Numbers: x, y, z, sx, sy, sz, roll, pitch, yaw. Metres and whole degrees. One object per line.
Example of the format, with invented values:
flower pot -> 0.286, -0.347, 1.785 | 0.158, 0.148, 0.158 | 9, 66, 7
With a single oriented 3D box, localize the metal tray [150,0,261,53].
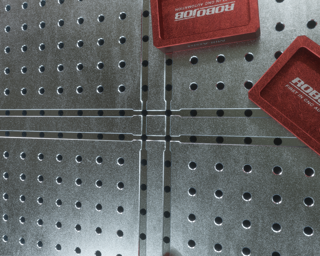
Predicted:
metal tray -> 0.055, -0.151, 0.390 | 0.130, 0.030, 0.089 | -4, 89, 19

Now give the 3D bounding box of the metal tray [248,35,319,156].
metal tray -> 0.178, -0.029, 0.347 | 0.130, 0.030, 0.090 | 43, 103, 14
